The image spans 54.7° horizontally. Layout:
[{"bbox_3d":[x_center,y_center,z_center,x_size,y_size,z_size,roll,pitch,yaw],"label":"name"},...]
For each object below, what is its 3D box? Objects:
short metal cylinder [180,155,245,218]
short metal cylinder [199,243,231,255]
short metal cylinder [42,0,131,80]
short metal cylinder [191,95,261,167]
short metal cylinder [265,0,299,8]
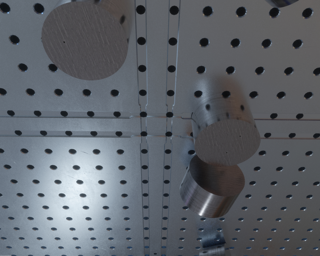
[{"bbox_3d":[0.074,0.081,0.445,0.081,0.080,0.050,10,129,-9],"label":"short metal cylinder"},{"bbox_3d":[0.115,0.274,0.610,0.050,0.080,0.080,-18,128,14],"label":"short metal cylinder"},{"bbox_3d":[-0.071,-0.096,0.313,0.081,0.050,0.079,0,130,0],"label":"short metal cylinder"},{"bbox_3d":[0.083,0.004,0.400,0.081,0.050,0.079,0,130,0],"label":"short metal cylinder"},{"bbox_3d":[0.103,-0.148,0.251,0.050,0.080,0.080,29,124,-23],"label":"short metal cylinder"}]
